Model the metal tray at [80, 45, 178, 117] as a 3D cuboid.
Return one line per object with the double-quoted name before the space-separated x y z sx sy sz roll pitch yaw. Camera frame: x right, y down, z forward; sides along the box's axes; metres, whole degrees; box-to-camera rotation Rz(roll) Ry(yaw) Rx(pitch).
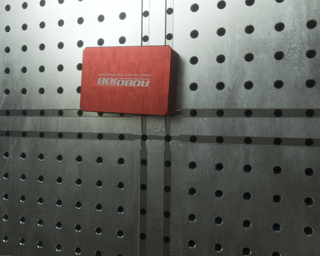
"metal tray" -0.044 -0.064 0.424 0.130 0.030 0.089 4 91 19
